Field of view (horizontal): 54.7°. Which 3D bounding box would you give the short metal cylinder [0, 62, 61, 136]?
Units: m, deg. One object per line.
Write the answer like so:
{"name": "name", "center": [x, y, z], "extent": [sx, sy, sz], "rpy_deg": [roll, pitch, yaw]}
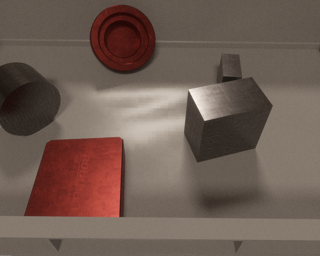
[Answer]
{"name": "short metal cylinder", "center": [-0.178, -0.037, 0.398], "extent": [0.050, 0.080, 0.080], "rpy_deg": [38, 59, 27]}

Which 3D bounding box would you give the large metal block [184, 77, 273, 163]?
{"name": "large metal block", "center": [0.078, -0.009, 0.378], "extent": [0.081, 0.080, 0.050], "rpy_deg": [-13, 51, -11]}

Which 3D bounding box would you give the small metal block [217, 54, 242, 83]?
{"name": "small metal block", "center": [0.100, -0.072, 0.451], "extent": [0.025, 0.050, 0.050], "rpy_deg": [4, 50, 3]}

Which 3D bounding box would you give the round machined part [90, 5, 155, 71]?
{"name": "round machined part", "center": [-0.060, -0.138, 0.486], "extent": [0.099, 0.097, 0.042], "rpy_deg": [-16, 12, -13]}

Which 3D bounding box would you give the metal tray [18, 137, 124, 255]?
{"name": "metal tray", "center": [-0.085, 0.065, 0.333], "extent": [0.091, 0.030, 0.130], "rpy_deg": [-2, 41, -3]}
